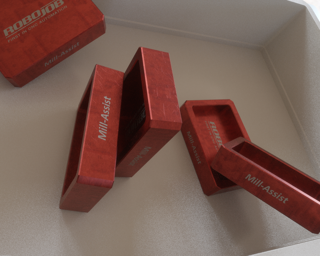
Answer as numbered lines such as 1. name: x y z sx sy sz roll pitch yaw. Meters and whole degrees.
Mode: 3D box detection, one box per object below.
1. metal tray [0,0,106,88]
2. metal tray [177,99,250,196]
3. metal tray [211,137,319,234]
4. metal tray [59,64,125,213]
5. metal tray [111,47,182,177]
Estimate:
1. metal tray: -0.142 -0.120 0.364 0.130 0.030 0.090 -38 83 -12
2. metal tray: 0.084 0.022 0.435 0.091 0.030 0.130 -5 64 -31
3. metal tray: 0.135 0.060 0.370 0.130 0.030 0.090 33 19 22
4. metal tray: -0.070 0.011 0.320 0.030 0.090 0.130 14 56 -21
5. metal tray: -0.026 -0.011 0.332 0.030 0.129 0.090 6 59 -26
